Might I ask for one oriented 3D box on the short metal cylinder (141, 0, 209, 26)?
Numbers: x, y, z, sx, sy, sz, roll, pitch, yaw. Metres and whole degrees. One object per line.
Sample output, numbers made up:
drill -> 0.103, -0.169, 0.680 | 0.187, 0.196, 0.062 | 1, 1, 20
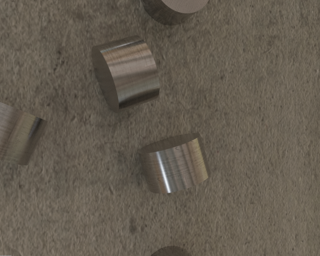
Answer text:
short metal cylinder -> 0.020, -0.181, 0.404 | 0.081, 0.050, 0.079 | 0, 90, -21

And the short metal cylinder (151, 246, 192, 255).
short metal cylinder -> 0.021, 0.203, 0.405 | 0.081, 0.050, 0.079 | 0, 90, -21

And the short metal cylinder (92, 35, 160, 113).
short metal cylinder -> -0.042, -0.063, 0.365 | 0.050, 0.080, 0.080 | -22, 98, -19

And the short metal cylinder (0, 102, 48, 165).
short metal cylinder -> -0.165, 0.001, 0.319 | 0.080, 0.080, 0.050 | 24, 82, -19

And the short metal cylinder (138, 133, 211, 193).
short metal cylinder -> 0.018, 0.042, 0.388 | 0.081, 0.080, 0.050 | -18, 97, -19
